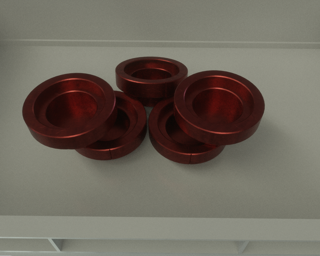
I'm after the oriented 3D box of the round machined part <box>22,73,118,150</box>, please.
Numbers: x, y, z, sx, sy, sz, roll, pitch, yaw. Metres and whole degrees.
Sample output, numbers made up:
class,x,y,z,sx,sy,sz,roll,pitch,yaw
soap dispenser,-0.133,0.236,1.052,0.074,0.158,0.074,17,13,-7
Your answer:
class,x,y,z,sx,sy,sz,roll,pitch,yaw
round machined part,-0.097,-0.015,0.350,0.099,0.042,0.098,0,50,0

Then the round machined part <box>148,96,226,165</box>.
class,x,y,z,sx,sy,sz,roll,pitch,yaw
round machined part,0.035,0.005,0.388,0.099,0.042,0.098,0,50,0

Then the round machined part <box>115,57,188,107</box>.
class,x,y,z,sx,sy,sz,roll,pitch,yaw
round machined part,-0.012,-0.063,0.432,0.099,0.042,0.098,1,32,-1

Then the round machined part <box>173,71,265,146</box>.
class,x,y,z,sx,sy,sz,roll,pitch,yaw
round machined part,0.064,-0.019,0.354,0.099,0.042,0.098,0,50,0

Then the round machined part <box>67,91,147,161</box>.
class,x,y,z,sx,sy,sz,roll,pitch,yaw
round machined part,-0.065,0.001,0.391,0.099,0.042,0.098,0,50,0
